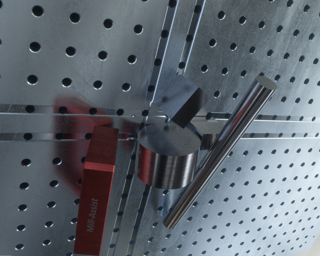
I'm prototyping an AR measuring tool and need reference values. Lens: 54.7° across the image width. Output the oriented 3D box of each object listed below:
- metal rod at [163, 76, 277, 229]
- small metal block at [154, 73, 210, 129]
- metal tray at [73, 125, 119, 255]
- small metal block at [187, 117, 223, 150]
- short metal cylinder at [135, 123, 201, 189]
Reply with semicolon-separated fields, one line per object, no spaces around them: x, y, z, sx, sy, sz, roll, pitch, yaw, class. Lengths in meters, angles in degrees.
0.065;0.055;0.427;0.025;0.025;0.298;-1;136;-28;metal rod
0.026;-0.035;0.389;0.050;0.050;0.025;-49;129;6;small metal block
-0.075;0.074;0.371;0.030;0.090;0.129;9;116;-8;metal tray
0.065;0.007;0.437;0.050;0.050;0.025;0;119;-29;small metal block
0.009;0.035;0.404;0.081;0.080;0.050;-8;122;-25;short metal cylinder
